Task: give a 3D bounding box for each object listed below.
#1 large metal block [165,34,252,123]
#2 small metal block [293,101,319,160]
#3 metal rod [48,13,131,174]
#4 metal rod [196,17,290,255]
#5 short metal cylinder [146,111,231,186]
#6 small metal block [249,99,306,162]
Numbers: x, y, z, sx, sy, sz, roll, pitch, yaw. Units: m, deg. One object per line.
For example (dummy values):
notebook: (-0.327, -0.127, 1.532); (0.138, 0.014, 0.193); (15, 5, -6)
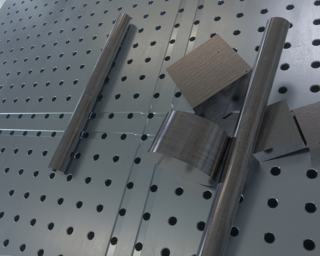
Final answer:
large metal block: (0.066, -0.060, 0.394); (0.080, 0.050, 0.080); (-33, 51, 6)
small metal block: (0.172, -0.001, 0.319); (0.050, 0.025, 0.050); (-18, 54, 17)
metal rod: (-0.107, -0.069, 0.506); (0.025, 0.025, 0.300); (4, 64, 30)
metal rod: (0.085, 0.020, 0.321); (0.025, 0.025, 0.299); (12, 77, 33)
short metal cylinder: (0.032, 0.023, 0.342); (0.080, 0.080, 0.050); (14, 69, 34)
small metal block: (0.123, 0.003, 0.338); (0.050, 0.025, 0.050); (-23, 53, 24)
